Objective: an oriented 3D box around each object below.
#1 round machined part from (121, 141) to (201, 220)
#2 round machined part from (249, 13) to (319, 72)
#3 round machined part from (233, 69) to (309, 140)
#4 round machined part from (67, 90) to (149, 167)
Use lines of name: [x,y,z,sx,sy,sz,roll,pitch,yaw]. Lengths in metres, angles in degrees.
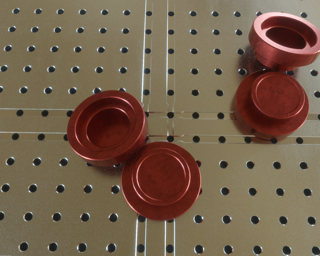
round machined part: [0.001,0.062,0.380,0.099,0.042,0.098,0,70,0]
round machined part: [0.173,-0.117,0.436,0.099,0.042,0.098,4,51,-4]
round machined part: [0.152,-0.037,0.417,0.099,0.042,0.098,0,70,0]
round machined part: [-0.062,0.004,0.393,0.098,0.042,0.098,-5,61,9]
